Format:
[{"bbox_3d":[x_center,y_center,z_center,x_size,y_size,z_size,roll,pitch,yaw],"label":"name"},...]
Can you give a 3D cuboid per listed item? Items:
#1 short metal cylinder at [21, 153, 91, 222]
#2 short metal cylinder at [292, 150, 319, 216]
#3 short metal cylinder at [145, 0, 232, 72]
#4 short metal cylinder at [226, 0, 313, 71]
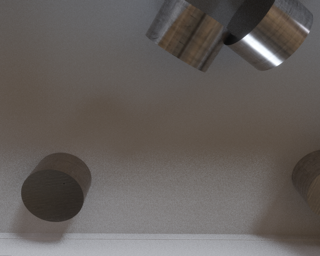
[{"bbox_3d":[-0.140,0.081,0.426,0.081,0.050,0.079,0,110,-1],"label":"short metal cylinder"},{"bbox_3d":[0.234,0.077,0.430,0.081,0.050,0.079,0,110,-1],"label":"short metal cylinder"},{"bbox_3d":[0.031,-0.105,0.344,0.080,0.080,0.050,29,107,-11],"label":"short metal cylinder"},{"bbox_3d":[0.116,-0.110,0.340,0.050,0.080,0.080,32,107,-19],"label":"short metal cylinder"}]
